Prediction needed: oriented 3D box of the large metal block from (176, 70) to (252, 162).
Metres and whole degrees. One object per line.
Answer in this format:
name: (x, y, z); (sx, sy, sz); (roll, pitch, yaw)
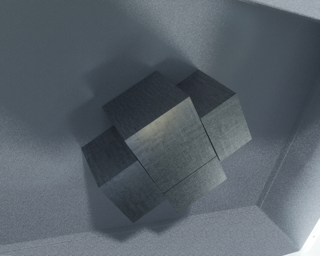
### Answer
large metal block: (0.064, -0.017, 0.398); (0.050, 0.080, 0.080); (-35, 129, -5)

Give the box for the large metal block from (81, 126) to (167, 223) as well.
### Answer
large metal block: (-0.045, 0.056, 0.383); (0.050, 0.080, 0.080); (-35, 129, -5)

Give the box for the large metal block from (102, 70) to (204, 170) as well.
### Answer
large metal block: (-0.010, -0.012, 0.360); (0.080, 0.080, 0.050); (-35, 129, -6)

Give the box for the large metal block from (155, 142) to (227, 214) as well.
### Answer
large metal block: (0.030, 0.055, 0.425); (0.080, 0.080, 0.050); (-35, 129, -6)

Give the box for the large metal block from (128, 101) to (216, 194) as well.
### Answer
large metal block: (0.010, 0.021, 0.392); (0.080, 0.080, 0.050); (-35, 129, -6)
